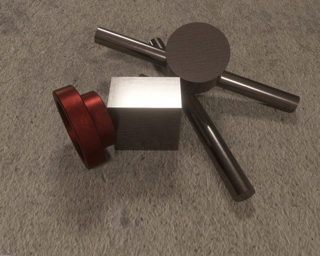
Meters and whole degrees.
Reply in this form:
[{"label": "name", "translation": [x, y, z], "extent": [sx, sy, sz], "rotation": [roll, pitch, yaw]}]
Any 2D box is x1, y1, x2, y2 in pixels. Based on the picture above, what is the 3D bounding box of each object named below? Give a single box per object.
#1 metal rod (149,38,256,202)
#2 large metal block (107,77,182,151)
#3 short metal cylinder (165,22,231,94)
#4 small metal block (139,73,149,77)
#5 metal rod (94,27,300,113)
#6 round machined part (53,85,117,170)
[{"label": "metal rod", "translation": [0.043, -0.033, 0.431], "extent": [0.025, 0.025, 0.299], "rotation": [-15, 52, -13]}, {"label": "large metal block", "translation": [-0.017, -0.016, 0.381], "extent": [0.081, 0.080, 0.050], "rotation": [0, 50, 0]}, {"label": "short metal cylinder", "translation": [0.048, -0.090, 0.409], "extent": [0.081, 0.050, 0.080], "rotation": [0, 80, 1]}, {"label": "small metal block", "translation": [-0.020, -0.046, 0.441], "extent": [0.050, 0.025, 0.050], "rotation": [26, 55, 20]}, {"label": "metal rod", "translation": [0.049, -0.085, 0.446], "extent": [0.301, 0.025, 0.025], "rotation": [20, 52, 5]}, {"label": "round machined part", "translation": [-0.084, -0.005, 0.359], "extent": [0.042, 0.097, 0.098], "rotation": [-25, 55, -20]}]
